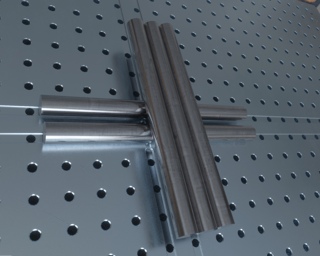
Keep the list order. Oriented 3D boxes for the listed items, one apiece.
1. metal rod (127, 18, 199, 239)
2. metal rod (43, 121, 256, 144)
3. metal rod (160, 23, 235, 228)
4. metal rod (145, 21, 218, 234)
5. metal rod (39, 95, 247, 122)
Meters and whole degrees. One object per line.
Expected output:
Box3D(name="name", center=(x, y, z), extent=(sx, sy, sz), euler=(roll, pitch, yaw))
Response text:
Box3D(name="metal rod", center=(-0.004, -0.019, 0.387), extent=(0.025, 0.025, 0.299), euler=(1, 61, -28))
Box3D(name="metal rod", center=(0.007, 0.007, 0.409), extent=(0.303, 0.025, 0.025), euler=(1, 62, -28))
Box3D(name="metal rod", center=(0.040, -0.020, 0.412), extent=(0.025, 0.025, 0.299), euler=(1, 61, -28))
Box3D(name="metal rod", center=(0.018, -0.019, 0.399), extent=(0.025, 0.025, 0.299), euler=(1, 61, -28))
Box3D(name="metal rod", center=(-0.003, -0.024, 0.423), extent=(0.303, 0.025, 0.025), euler=(1, 62, -28))
